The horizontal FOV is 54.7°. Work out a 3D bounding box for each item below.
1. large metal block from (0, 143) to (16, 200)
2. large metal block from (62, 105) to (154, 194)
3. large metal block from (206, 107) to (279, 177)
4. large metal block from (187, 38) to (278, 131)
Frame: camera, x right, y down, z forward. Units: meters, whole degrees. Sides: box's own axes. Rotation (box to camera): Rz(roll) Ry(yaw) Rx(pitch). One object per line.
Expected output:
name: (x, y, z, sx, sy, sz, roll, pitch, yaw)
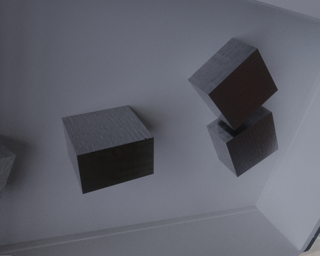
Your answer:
large metal block: (-0.198, 0.053, 0.293, 0.080, 0.050, 0.080, -63, 162, 17)
large metal block: (-0.060, 0.020, 0.354, 0.081, 0.080, 0.050, -13, 124, -22)
large metal block: (0.128, 0.015, 0.474, 0.080, 0.050, 0.080, -33, 129, -7)
large metal block: (0.098, -0.057, 0.413, 0.080, 0.050, 0.080, -44, 130, 2)
